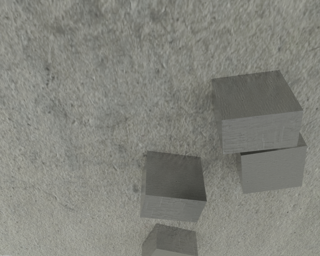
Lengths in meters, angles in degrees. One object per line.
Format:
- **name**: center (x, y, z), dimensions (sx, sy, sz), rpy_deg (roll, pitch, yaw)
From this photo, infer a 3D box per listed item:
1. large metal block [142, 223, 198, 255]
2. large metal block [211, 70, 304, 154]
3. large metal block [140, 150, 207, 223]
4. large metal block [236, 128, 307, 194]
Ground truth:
- **large metal block**: center (0.016, 0.232, 0.589), dimensions (0.081, 0.050, 0.079), rpy_deg (16, 128, -14)
- **large metal block**: center (0.106, -0.020, 0.356), dimensions (0.080, 0.080, 0.050), rpy_deg (-7, 130, 5)
- **large metal block**: center (0.016, 0.083, 0.442), dimensions (0.081, 0.080, 0.050), rpy_deg (8, 130, -7)
- **large metal block**: center (0.149, 0.042, 0.429), dimensions (0.080, 0.050, 0.080), rpy_deg (-9, 130, 7)
